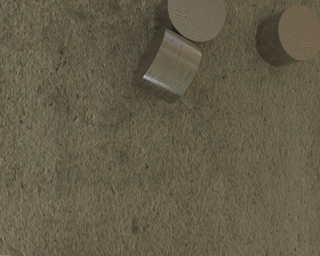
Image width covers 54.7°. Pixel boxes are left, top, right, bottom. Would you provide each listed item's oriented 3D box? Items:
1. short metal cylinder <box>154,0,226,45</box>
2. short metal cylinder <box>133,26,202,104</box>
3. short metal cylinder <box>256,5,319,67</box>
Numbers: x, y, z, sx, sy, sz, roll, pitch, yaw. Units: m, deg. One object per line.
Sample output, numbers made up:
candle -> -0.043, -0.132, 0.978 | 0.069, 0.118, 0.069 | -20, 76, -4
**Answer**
short metal cylinder -> 0.039, -0.148, 0.409 | 0.081, 0.050, 0.080 | 0, 90, -20
short metal cylinder -> 0.007, -0.077, 0.382 | 0.050, 0.080, 0.080 | 26, 82, -18
short metal cylinder -> 0.193, -0.137, 0.466 | 0.081, 0.050, 0.080 | 0, 90, -20
